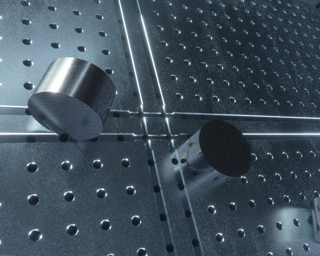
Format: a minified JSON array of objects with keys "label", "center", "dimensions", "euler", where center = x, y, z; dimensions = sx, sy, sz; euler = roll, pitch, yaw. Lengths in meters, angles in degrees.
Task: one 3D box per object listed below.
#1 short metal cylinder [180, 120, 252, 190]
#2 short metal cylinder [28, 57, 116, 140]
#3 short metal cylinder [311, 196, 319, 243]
[{"label":"short metal cylinder","center":[0.074,0.036,0.412],"dimensions":[0.081,0.050,0.080],"euler":[14,56,-21]},{"label":"short metal cylinder","center":[-0.095,-0.030,0.341],"dimensions":[0.080,0.080,0.050],"euler":[24,53,-14]},{"label":"short metal cylinder","center":[0.259,0.131,0.435],"dimensions":[0.080,0.080,0.050],"euler":[23,53,-15]}]
